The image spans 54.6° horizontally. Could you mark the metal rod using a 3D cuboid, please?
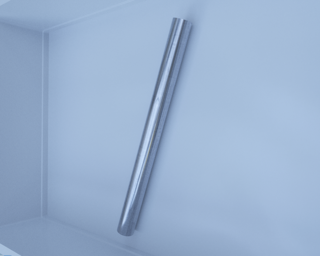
[{"bbox_3d":[-0.011,0.008,0.414,0.025,0.025,0.298,25,106,37],"label":"metal rod"}]
